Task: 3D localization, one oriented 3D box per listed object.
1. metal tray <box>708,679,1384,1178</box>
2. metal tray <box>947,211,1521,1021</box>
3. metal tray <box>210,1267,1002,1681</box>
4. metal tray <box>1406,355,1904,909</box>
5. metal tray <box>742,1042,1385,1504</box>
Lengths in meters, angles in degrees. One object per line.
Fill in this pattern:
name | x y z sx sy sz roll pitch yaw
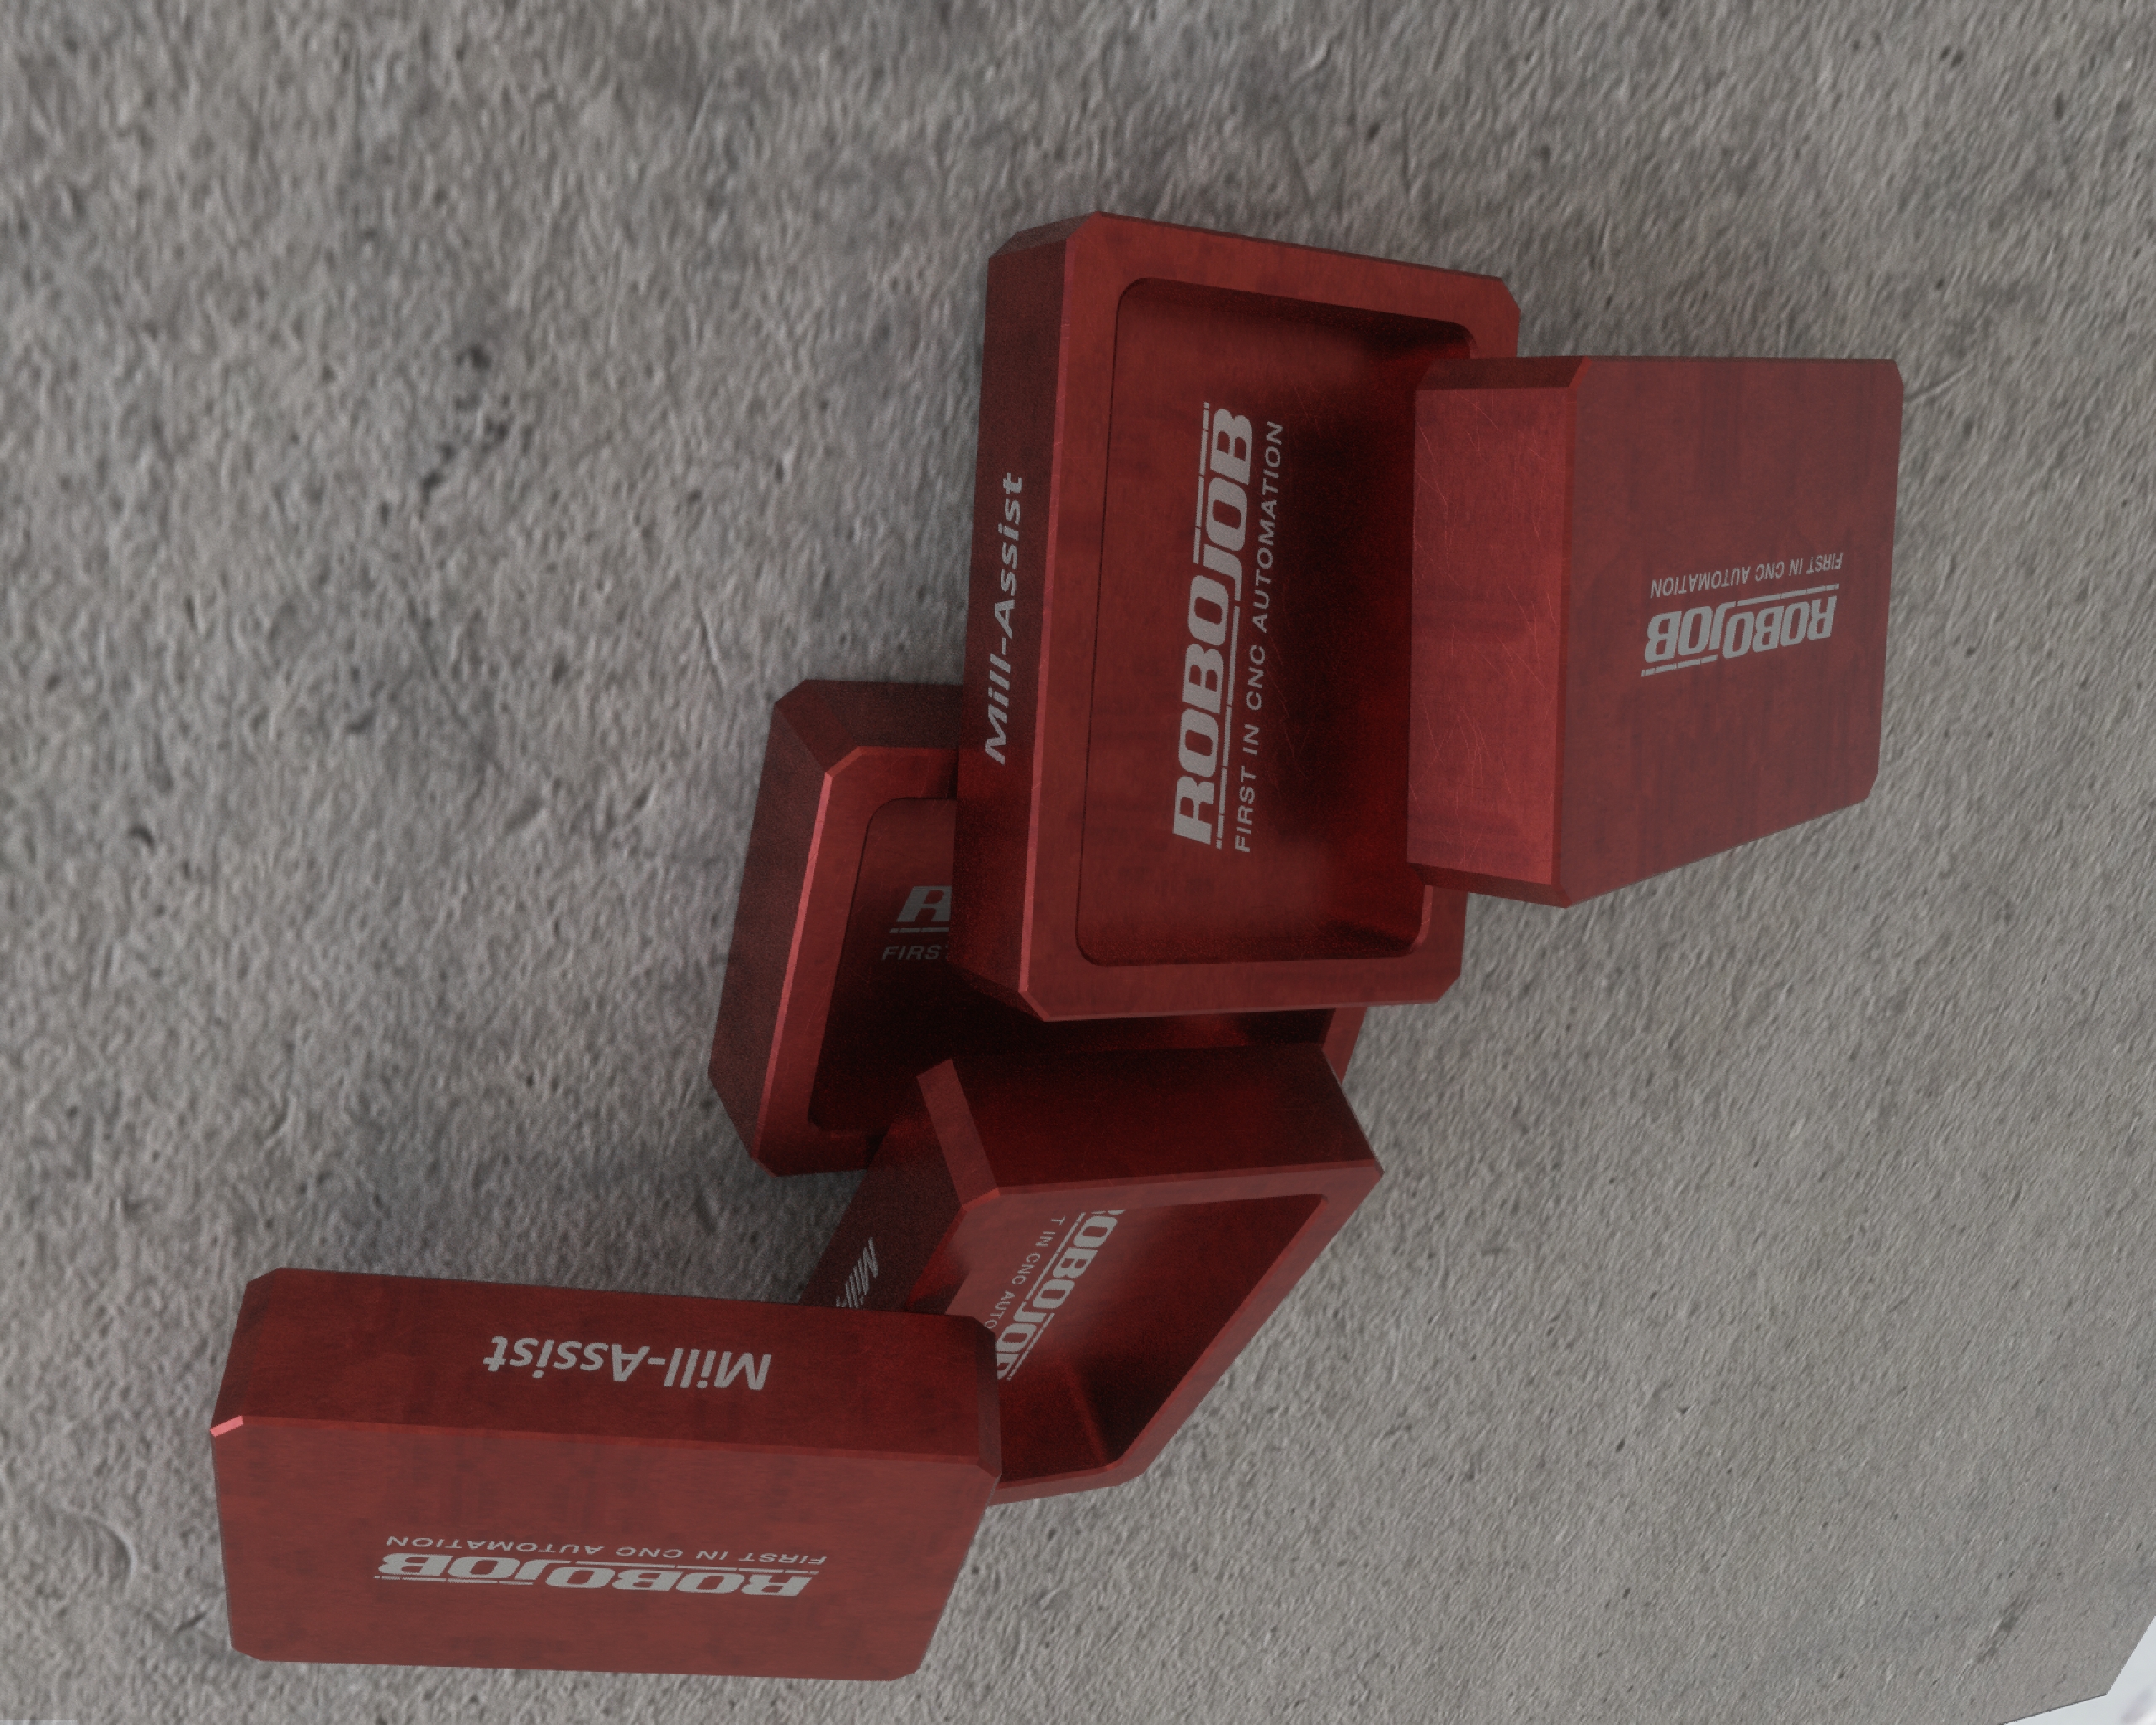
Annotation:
metal tray | 0.000 0.013 0.411 0.131 0.030 0.089 0 119 -28
metal tray | 0.028 -0.040 0.365 0.091 0.030 0.129 0 98 -28
metal tray | -0.087 0.117 0.388 0.131 0.030 0.089 7 134 -12
metal tray | 0.111 -0.048 0.389 0.131 0.030 0.089 -14 108 -46
metal tray | -0.007 0.089 0.427 0.091 0.030 0.129 1 138 -29
